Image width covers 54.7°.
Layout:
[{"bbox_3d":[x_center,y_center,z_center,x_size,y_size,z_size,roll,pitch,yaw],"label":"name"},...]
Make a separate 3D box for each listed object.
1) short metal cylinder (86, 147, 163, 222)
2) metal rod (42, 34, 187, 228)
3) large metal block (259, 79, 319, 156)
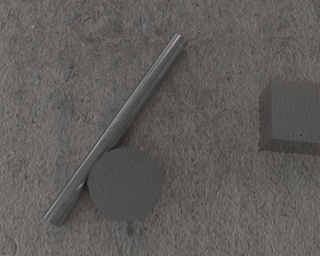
[{"bbox_3d":[-0.043,0.065,0.359,0.081,0.050,0.080,3,79,-16],"label":"short metal cylinder"},{"bbox_3d":[-0.049,-0.009,0.410,0.025,0.025,0.300,30,73,10],"label":"metal rod"},{"bbox_3d":[0.176,-0.012,0.401,0.080,0.050,0.080,6,70,2],"label":"large metal block"}]
